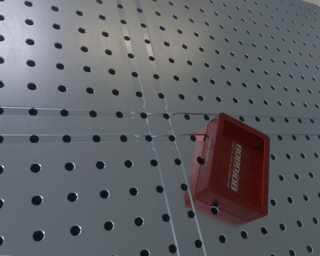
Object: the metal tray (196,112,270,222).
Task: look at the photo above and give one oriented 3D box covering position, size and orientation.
[{"bbox_3d":[0.105,0.051,0.429,0.090,0.030,0.130,26,53,-12],"label":"metal tray"}]
